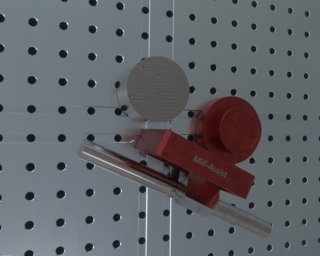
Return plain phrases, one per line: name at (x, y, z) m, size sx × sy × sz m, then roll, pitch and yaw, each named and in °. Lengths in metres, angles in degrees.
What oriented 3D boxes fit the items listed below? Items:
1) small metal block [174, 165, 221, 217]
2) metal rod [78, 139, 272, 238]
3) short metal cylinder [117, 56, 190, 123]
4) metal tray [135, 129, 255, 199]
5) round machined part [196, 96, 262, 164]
small metal block at (0.050, 0.081, 0.407) m, size 0.050 × 0.025 × 0.050 m, roll 30°, pitch 48°, yaw -16°
metal rod at (0.033, 0.090, 0.425) m, size 0.301 × 0.025 × 0.025 m, roll 27°, pitch 81°, yaw -18°
short metal cylinder at (-0.010, -0.047, 0.395) m, size 0.081 × 0.050 × 0.079 m, roll 0°, pitch 90°, yaw -21°
metal tray at (0.042, 0.044, 0.393) m, size 0.131 × 0.090 × 0.030 m, roll 28°, pitch 81°, yaw -18°
round machined part at (0.104, 0.003, 0.442) m, size 0.099 × 0.042 × 0.097 m, roll 0°, pitch 90°, yaw -20°
